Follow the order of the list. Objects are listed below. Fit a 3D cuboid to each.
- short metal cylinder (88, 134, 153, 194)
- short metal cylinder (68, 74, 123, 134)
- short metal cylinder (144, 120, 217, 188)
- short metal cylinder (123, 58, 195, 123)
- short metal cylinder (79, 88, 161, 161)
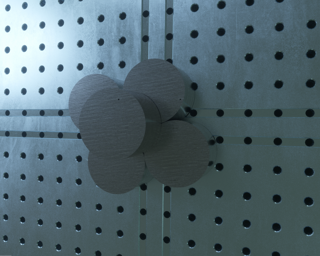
[{"bbox_3d":[-0.048,0.044,0.414,0.080,0.050,0.079,0,90,19],"label":"short metal cylinder"},{"bbox_3d":[-0.076,-0.031,0.424,0.080,0.050,0.079,0,90,19],"label":"short metal cylinder"},{"bbox_3d":[0.027,0.030,0.388,0.080,0.050,0.079,0,90,19],"label":"short metal cylinder"},{"bbox_3d":[0.000,-0.044,0.398,0.080,0.050,0.079,0,90,19],"label":"short metal cylinder"},{"bbox_3d":[-0.045,-0.005,0.359,0.080,0.050,0.079,1,92,19],"label":"short metal cylinder"}]
